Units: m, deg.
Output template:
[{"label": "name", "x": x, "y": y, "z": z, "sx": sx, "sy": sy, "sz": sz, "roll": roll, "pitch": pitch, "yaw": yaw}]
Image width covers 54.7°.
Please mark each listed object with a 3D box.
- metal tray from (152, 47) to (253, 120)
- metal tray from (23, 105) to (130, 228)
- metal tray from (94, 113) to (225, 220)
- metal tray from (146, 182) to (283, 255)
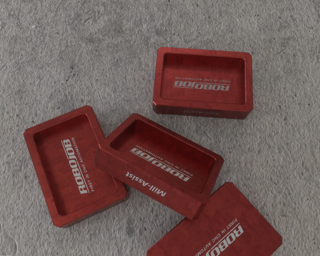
[{"label": "metal tray", "x": 0.059, "y": -0.062, "z": 0.428, "sx": 0.131, "sy": 0.030, "sz": 0.090, "roll": 4, "pitch": 70, "yaw": 1}, {"label": "metal tray", "x": -0.104, "y": 0.046, "z": 0.387, "sx": 0.091, "sy": 0.030, "sz": 0.130, "roll": -23, "pitch": 72, "yaw": -9}, {"label": "metal tray", "x": 0.002, "y": 0.039, "z": 0.365, "sx": 0.130, "sy": 0.030, "sz": 0.090, "roll": 27, "pitch": 35, "yaw": 9}, {"label": "metal tray", "x": 0.061, "y": 0.137, "z": 0.356, "sx": 0.130, "sy": 0.030, "sz": 0.090, "roll": -38, "pitch": 74, "yaw": -13}]
